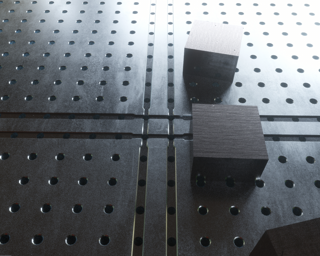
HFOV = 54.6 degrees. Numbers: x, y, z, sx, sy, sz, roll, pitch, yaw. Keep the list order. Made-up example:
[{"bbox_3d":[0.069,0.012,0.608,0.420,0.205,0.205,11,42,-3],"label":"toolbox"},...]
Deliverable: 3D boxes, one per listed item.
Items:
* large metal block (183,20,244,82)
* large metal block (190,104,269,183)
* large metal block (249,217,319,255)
[{"bbox_3d":[0.085,-0.125,0.497,0.080,0.050,0.080,11,51,9],"label":"large metal block"},{"bbox_3d":[0.078,0.018,0.377,0.080,0.050,0.080,2,50,2],"label":"large metal block"},{"bbox_3d":[0.119,0.134,0.260,0.050,0.080,0.080,-10,51,-8],"label":"large metal block"}]
